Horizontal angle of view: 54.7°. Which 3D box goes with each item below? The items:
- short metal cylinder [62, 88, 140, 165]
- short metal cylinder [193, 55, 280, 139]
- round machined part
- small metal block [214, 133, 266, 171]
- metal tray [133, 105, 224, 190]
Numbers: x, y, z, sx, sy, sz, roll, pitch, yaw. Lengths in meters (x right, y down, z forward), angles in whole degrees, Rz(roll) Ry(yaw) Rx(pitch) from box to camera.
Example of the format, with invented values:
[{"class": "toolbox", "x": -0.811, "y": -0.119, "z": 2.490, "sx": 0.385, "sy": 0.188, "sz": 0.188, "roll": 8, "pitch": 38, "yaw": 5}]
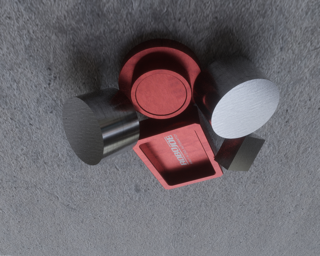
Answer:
[{"class": "short metal cylinder", "x": -0.070, "y": -0.003, "z": 0.361, "sx": 0.050, "sy": 0.080, "sz": 0.079, "roll": -23, "pitch": 146, "yaw": -41}, {"class": "short metal cylinder", "x": 0.085, "y": -0.034, "z": 0.350, "sx": 0.081, "sy": 0.050, "sz": 0.079, "roll": -12, "pitch": 134, "yaw": -13}, {"class": "round machined part", "x": 0.001, "y": -0.049, "z": 0.357, "sx": 0.099, "sy": 0.042, "sz": 0.097, "roll": 0, "pitch": 130, "yaw": 0}, {"class": "small metal block", "x": 0.106, "y": 0.029, "z": 0.411, "sx": 0.050, "sy": 0.025, "sz": 0.050, "roll": 11, "pitch": 110, "yaw": -44}, {"class": "metal tray", "x": 0.026, "y": 0.032, "z": 0.418, "sx": 0.090, "sy": 0.030, "sz": 0.130, "roll": -17, "pitch": 138, "yaw": 14}]
